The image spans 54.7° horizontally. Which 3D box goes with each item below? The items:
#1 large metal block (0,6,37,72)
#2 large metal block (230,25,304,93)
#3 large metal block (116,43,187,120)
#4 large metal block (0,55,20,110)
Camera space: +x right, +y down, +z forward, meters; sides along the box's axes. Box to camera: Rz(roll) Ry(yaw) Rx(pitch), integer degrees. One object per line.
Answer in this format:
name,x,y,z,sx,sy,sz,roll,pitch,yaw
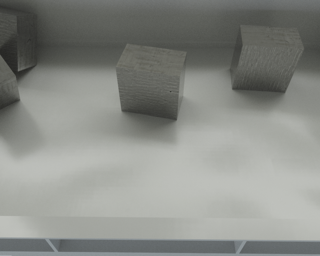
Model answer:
large metal block,-0.238,-0.138,0.471,0.080,0.079,0.050,14,25,7
large metal block,0.152,-0.101,0.456,0.080,0.080,0.050,4,50,3
large metal block,-0.010,-0.062,0.421,0.080,0.080,0.050,10,51,8
large metal block,-0.234,-0.072,0.408,0.050,0.080,0.080,-35,87,-26
